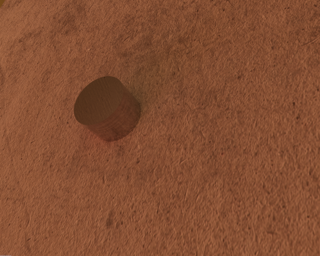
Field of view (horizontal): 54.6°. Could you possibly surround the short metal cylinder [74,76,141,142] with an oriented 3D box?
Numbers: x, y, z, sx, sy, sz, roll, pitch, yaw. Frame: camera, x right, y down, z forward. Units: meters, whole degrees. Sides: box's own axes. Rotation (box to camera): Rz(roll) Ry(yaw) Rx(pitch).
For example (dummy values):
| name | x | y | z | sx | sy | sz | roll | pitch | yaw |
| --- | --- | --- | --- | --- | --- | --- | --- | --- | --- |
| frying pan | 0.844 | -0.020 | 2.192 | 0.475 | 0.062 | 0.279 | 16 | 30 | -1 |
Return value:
| name | x | y | z | sx | sy | sz | roll | pitch | yaw |
| --- | --- | --- | --- | --- | --- | --- | --- | --- | --- |
| short metal cylinder | -0.075 | -0.027 | 0.445 | 0.080 | 0.050 | 0.080 | -13 | 56 | 21 |
